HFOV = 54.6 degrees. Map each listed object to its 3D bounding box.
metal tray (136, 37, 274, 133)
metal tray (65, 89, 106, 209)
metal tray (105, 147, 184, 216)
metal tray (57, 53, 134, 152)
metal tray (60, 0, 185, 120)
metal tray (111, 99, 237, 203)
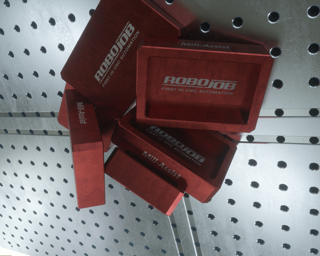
[{"bbox_3d":[0.042,-0.044,0.328,0.131,0.030,0.089,4,123,0],"label":"metal tray"},{"bbox_3d":[-0.092,0.019,0.375,0.030,0.130,0.089,-6,125,-17],"label":"metal tray"},{"bbox_3d":[-0.013,0.061,0.394,0.090,0.130,0.030,33,90,6],"label":"metal tray"},{"bbox_3d":[-0.088,-0.036,0.433,0.090,0.030,0.129,33,129,5],"label":"metal tray"},{"bbox_3d":[-0.045,-0.085,0.356,0.090,0.030,0.129,38,115,-2],"label":"metal tray"},{"bbox_3d":[0.020,0.018,0.369,0.130,0.090,0.030,33,128,6],"label":"metal tray"}]
